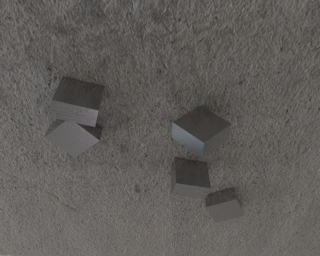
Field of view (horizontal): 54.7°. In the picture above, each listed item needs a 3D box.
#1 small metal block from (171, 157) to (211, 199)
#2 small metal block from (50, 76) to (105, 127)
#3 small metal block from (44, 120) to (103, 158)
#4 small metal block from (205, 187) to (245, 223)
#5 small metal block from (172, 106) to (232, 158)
[{"bbox_3d":[0.044,0.073,0.453,0.050,0.050,0.025,10,129,-9],"label":"small metal block"},{"bbox_3d":[-0.095,-0.032,0.363,0.050,0.050,0.025,13,129,-11],"label":"small metal block"},{"bbox_3d":[-0.114,0.006,0.411,0.050,0.025,0.050,-33,123,24],"label":"small metal block"},{"bbox_3d":[0.108,0.129,0.518,0.050,0.025,0.050,-19,128,15],"label":"small metal block"},{"bbox_3d":[0.050,0.003,0.380,0.050,0.050,0.025,-31,139,-32],"label":"small metal block"}]
